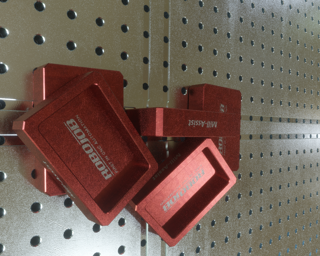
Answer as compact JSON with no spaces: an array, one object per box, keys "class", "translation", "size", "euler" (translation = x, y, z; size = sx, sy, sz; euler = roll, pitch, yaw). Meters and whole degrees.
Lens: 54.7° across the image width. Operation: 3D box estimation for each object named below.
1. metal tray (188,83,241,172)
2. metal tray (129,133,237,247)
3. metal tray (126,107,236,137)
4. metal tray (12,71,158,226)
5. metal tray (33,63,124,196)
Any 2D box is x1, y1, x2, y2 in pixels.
[{"class":"metal tray","translation":[0.085,0.002,0.479],"size":[0.091,0.030,0.129],"euler":[4,88,-40]},{"class":"metal tray","translation":[0.032,0.081,0.411],"size":[0.130,0.030,0.090],"euler":[-42,118,-13]},{"class":"metal tray","translation":[0.020,-0.005,0.384],"size":[0.131,0.090,0.030],"euler":[2,89,-40]},{"class":"metal tray","translation":[-0.066,0.021,0.310],"size":[0.090,0.030,0.130],"euler":[-46,118,-31]},{"class":"metal tray","translation":[-0.085,0.001,0.336],"size":[0.091,0.030,0.129],"euler":[-1,92,-40]}]
